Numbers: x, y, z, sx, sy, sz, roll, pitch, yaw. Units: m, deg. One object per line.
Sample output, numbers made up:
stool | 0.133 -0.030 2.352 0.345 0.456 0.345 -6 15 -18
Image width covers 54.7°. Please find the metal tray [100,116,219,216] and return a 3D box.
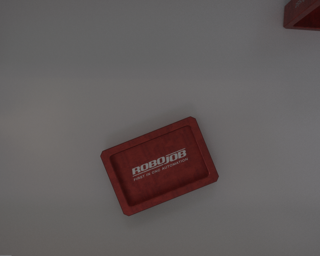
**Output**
metal tray | 0.000 0.049 0.408 0.131 0.030 0.090 -22 90 0

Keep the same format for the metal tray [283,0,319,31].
metal tray | 0.213 -0.148 0.360 0.091 0.130 0.030 4 90 0
